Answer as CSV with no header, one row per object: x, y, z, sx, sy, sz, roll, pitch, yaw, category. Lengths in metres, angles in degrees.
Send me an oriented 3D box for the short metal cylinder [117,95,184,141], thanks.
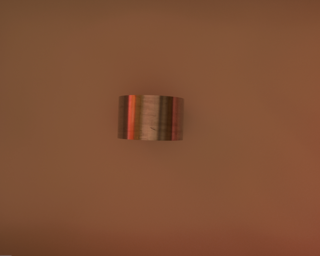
-0.011,-0.011,0.381,0.080,0.080,0.050,2,90,0,short metal cylinder
